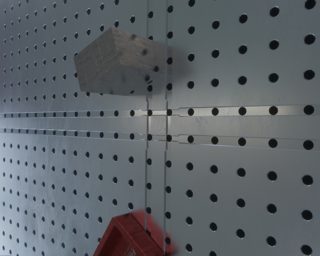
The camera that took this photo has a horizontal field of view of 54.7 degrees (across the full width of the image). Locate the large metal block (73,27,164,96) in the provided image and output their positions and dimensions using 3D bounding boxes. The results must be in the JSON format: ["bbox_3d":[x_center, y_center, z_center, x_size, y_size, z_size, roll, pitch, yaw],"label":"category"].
[{"bbox_3d":[-0.056,-0.085,0.420,0.080,0.081,0.050,-24,75,37],"label":"large metal block"}]

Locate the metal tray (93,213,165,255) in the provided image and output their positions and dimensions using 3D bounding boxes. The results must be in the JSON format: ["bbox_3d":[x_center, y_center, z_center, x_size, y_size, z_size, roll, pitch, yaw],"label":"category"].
[{"bbox_3d":[-0.056,0.202,0.452,0.090,0.030,0.129,41,115,32],"label":"metal tray"}]
